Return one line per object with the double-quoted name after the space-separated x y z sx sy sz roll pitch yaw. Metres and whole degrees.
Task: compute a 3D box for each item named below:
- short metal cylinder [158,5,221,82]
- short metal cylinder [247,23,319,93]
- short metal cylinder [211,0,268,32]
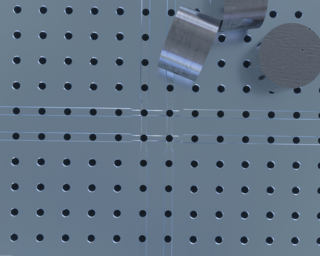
0.036 -0.104 0.386 0.050 0.080 0.080 22 90 0 "short metal cylinder"
0.160 -0.088 0.402 0.081 0.050 0.079 0 90 0 "short metal cylinder"
0.096 -0.163 0.386 0.050 0.080 0.080 -5 90 0 "short metal cylinder"
